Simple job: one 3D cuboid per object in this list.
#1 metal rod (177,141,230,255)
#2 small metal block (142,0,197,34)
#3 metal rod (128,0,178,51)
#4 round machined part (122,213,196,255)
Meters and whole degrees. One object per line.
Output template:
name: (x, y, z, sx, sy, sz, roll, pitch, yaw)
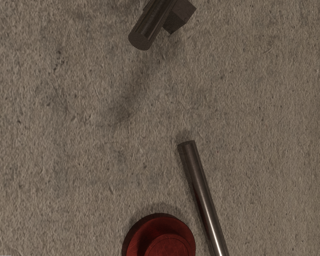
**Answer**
metal rod: (0.080, 0.162, 0.440, 0.025, 0.025, 0.298, -20, 97, -19)
small metal block: (0.011, -0.154, 0.401, 0.050, 0.050, 0.025, 37, 78, -17)
metal rod: (0.038, -0.211, 0.383, 0.025, 0.025, 0.300, 34, 63, -17)
round machined part: (0.003, 0.165, 0.403, 0.099, 0.042, 0.097, 0, 90, -21)
